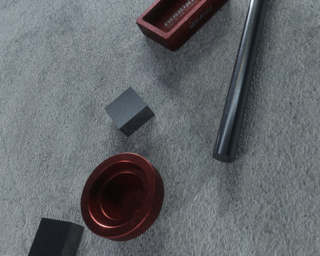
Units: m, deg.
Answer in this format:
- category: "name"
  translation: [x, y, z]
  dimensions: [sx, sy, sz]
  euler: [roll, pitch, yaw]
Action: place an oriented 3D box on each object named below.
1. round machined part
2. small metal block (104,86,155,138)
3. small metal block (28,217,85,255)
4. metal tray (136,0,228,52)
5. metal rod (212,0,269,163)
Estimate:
- category: "round machined part"
  translation: [-0.040, 0.082, 0.362]
  dimensions: [0.098, 0.042, 0.098]
  euler: [-13, 56, 20]
- category: "small metal block"
  translation: [-0.044, -0.023, 0.440]
  dimensions: [0.050, 0.025, 0.050]
  euler: [-40, 51, 0]
- category: "small metal block"
  translation: [-0.128, 0.141, 0.383]
  dimensions: [0.050, 0.025, 0.050]
  euler: [-1, 61, 27]
- category: "metal tray"
  translation: [0.036, -0.191, 0.497]
  dimensions: [0.130, 0.030, 0.090]
  euler: [-45, 51, -4]
- category: "metal rod"
  translation: [0.114, -0.097, 0.403]
  dimensions: [0.025, 0.025, 0.300]
  euler: [4, 64, 30]
